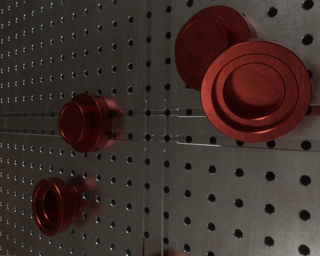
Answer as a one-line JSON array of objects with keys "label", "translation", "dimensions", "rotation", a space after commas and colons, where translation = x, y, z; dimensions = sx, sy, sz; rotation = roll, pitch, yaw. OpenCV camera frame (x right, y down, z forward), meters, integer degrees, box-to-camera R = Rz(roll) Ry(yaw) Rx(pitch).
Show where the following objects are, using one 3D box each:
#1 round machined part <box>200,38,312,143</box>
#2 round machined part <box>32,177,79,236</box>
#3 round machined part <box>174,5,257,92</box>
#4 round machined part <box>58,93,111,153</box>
[{"label": "round machined part", "translation": [0.091, -0.038, 0.304], "dimensions": [0.098, 0.042, 0.097], "rotation": [6, 114, 14]}, {"label": "round machined part", "translation": [-0.180, 0.135, 0.544], "dimensions": [0.098, 0.042, 0.097], "rotation": [0, 90, 39]}, {"label": "round machined part", "translation": [0.055, -0.090, 0.351], "dimensions": [0.098, 0.042, 0.097], "rotation": [0, 90, 39]}, {"label": "round machined part", "translation": [-0.127, -0.008, 0.500], "dimensions": [0.098, 0.042, 0.097], "rotation": [0, 90, 39]}]
